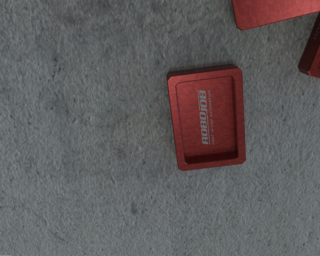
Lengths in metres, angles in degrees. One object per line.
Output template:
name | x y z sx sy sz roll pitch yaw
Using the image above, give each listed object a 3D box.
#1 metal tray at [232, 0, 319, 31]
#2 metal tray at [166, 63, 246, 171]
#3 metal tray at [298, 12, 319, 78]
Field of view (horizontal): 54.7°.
metal tray | 0.141 -0.165 0.329 0.130 0.030 0.089 -9 111 20
metal tray | 0.061 -0.012 0.403 0.091 0.030 0.129 -7 110 2
metal tray | 0.234 -0.117 0.367 0.091 0.030 0.129 12 110 -5
